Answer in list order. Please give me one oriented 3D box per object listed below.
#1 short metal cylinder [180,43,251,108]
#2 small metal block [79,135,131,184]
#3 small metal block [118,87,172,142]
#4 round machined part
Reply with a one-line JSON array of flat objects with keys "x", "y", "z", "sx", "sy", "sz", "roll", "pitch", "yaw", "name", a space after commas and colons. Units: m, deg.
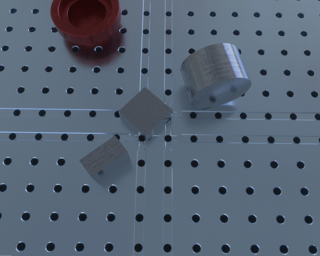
[{"x": 0.072, "y": -0.066, "z": 0.408, "sx": 0.081, "sy": 0.080, "sz": 0.050, "roll": -13, "pitch": 71, "yaw": -5, "name": "short metal cylinder"}, {"x": -0.066, "y": 0.041, "z": 0.383, "sx": 0.050, "sy": 0.050, "sz": 0.025, "roll": -36, "pitch": 74, "yaw": -12, "name": "small metal block"}, {"x": -0.019, "y": -0.019, "z": 0.418, "sx": 0.050, "sy": 0.025, "sz": 0.050, "roll": 41, "pitch": 75, "yaw": 13, "name": "small metal block"}, {"x": -0.107, "y": -0.165, "z": 0.462, "sx": 0.099, "sy": 0.042, "sz": 0.098, "roll": 0, "pitch": 70, "yaw": -1, "name": "round machined part"}]
